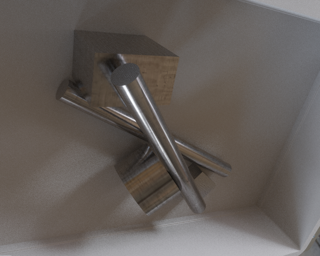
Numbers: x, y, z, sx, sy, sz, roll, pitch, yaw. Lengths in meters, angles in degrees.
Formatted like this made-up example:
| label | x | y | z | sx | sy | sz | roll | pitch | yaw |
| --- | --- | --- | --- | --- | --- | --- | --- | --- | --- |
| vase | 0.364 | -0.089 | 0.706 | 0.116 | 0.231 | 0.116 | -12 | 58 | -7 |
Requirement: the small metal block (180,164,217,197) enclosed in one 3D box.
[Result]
| label | x | y | z | sx | sy | sz | roll | pitch | yaw |
| --- | --- | --- | --- | --- | --- | --- | --- | --- | --- |
| small metal block | 0.055 | 0.091 | 0.496 | 0.050 | 0.025 | 0.050 | -44 | 130 | 2 |

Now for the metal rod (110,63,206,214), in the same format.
| label | x | y | z | sx | sy | sz | roll | pitch | yaw |
| --- | --- | --- | --- | --- | --- | --- | --- | --- | --- |
| metal rod | 0.016 | 0.039 | 0.366 | 0.025 | 0.025 | 0.299 | -35 | 142 | -6 |

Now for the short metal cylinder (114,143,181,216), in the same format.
| label | x | y | z | sx | sy | sz | roll | pitch | yaw |
| --- | --- | --- | --- | --- | --- | --- | --- | --- | --- |
| short metal cylinder | -0.016 | 0.067 | 0.404 | 0.050 | 0.080 | 0.080 | -35 | 129 | -6 |

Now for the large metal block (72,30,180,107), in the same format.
| label | x | y | z | sx | sy | sz | roll | pitch | yaw |
| --- | --- | --- | --- | --- | --- | --- | --- | --- | --- |
| large metal block | -0.039 | -0.062 | 0.314 | 0.081 | 0.080 | 0.050 | -4 | 120 | -27 |

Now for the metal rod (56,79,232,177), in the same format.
| label | x | y | z | sx | sy | sz | roll | pitch | yaw |
| --- | --- | --- | --- | --- | --- | --- | --- | --- | --- |
| metal rod | 0.002 | 0.014 | 0.419 | 0.301 | 0.025 | 0.025 | 28 | 103 | -38 |
